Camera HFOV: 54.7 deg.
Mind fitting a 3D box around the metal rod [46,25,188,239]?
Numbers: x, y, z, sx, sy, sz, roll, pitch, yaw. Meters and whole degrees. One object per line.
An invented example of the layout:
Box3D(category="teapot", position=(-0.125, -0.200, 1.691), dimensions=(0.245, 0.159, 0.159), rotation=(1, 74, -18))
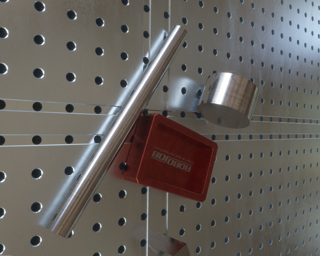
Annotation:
Box3D(category="metal rod", position=(-0.040, -0.013, 0.377), dimensions=(0.025, 0.025, 0.300), rotation=(44, 64, -32))

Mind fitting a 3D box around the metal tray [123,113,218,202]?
Box3D(category="metal tray", position=(0.020, 0.044, 0.424), dimensions=(0.131, 0.030, 0.090), rotation=(25, 74, -37))

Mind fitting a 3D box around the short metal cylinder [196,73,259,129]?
Box3D(category="short metal cylinder", position=(0.100, -0.039, 0.460), dimensions=(0.080, 0.080, 0.050), rotation=(33, 69, -36))

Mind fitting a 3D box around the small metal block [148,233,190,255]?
Box3D(category="small metal block", position=(0.016, 0.174, 0.409), dimensions=(0.025, 0.050, 0.050), rotation=(-28, 108, -37))
